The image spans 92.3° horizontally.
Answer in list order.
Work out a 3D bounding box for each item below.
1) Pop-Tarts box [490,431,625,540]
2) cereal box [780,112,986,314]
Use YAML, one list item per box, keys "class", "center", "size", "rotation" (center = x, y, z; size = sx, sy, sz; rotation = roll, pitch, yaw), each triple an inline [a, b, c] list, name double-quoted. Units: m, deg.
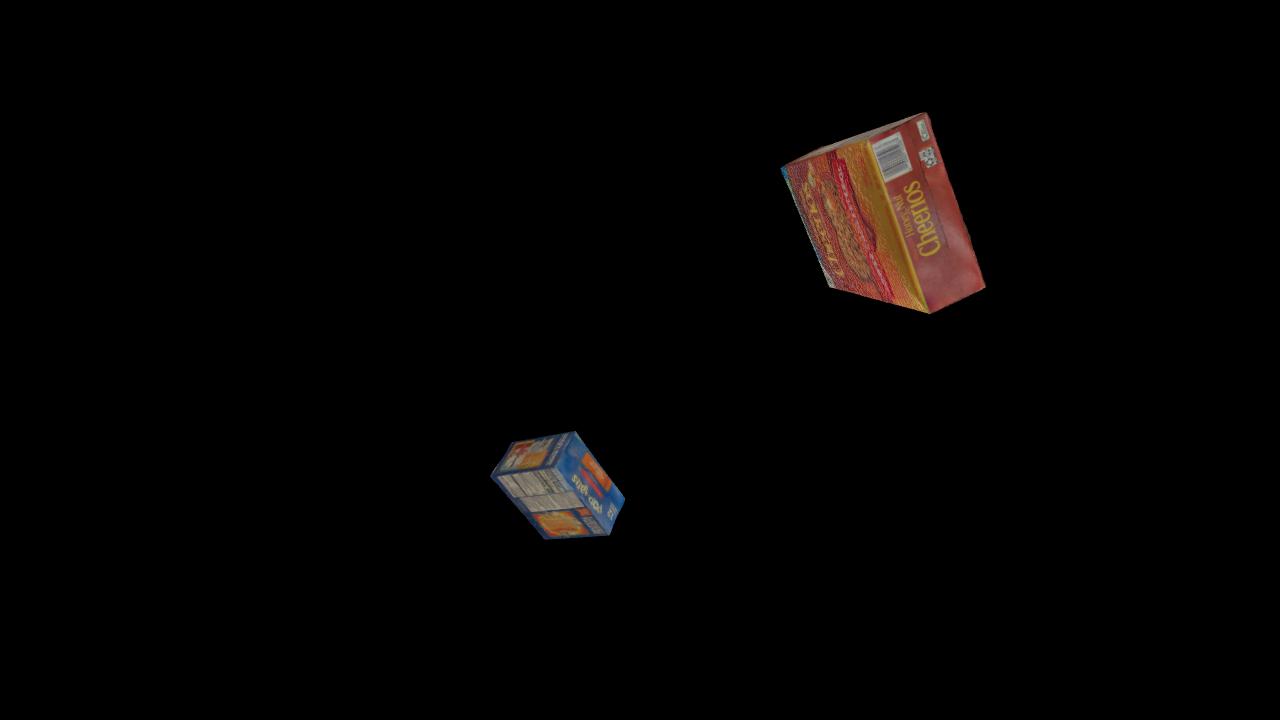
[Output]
- class: "Pop-Tarts box"
  center: [-0.132, 0.209, 1.009]
  size: [0.141, 0.167, 0.083]
  rotation: [-14, 33, 32]
- class: "cereal box"
  center: [0.289, -0.180, 0.785]
  size: [0.081, 0.203, 0.306]
  rotation: [-26, 13, 1]
